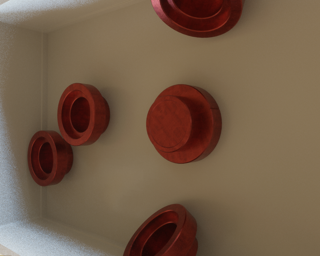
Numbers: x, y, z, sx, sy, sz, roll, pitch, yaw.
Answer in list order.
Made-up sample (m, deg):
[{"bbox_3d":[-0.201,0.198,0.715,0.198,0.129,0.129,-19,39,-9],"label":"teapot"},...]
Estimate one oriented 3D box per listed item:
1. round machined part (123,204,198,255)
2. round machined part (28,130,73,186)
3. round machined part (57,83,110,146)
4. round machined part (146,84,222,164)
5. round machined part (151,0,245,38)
[{"bbox_3d":[0.006,0.141,0.367,0.098,0.098,0.042,-32,105,35],"label":"round machined part"},{"bbox_3d":[-0.193,0.053,0.556,0.098,0.042,0.097,0,90,40],"label":"round machined part"},{"bbox_3d":[-0.118,-0.021,0.493,0.098,0.042,0.097,0,90,40],"label":"round machined part"},{"bbox_3d":[0.022,-0.005,0.378,0.098,0.042,0.097,0,90,40],"label":"round machined part"},{"bbox_3d":[0.043,-0.147,0.333,0.098,0.098,0.042,-2,60,40],"label":"round machined part"}]
